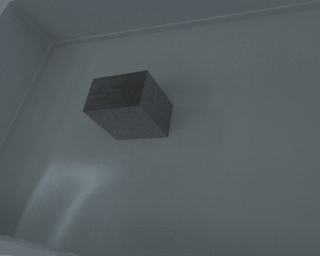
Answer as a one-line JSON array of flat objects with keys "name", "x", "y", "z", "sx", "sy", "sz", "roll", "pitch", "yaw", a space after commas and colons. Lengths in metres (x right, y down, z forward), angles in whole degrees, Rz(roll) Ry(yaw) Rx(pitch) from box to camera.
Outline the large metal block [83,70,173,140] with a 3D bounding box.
[{"name": "large metal block", "x": -0.038, "y": -0.026, "z": 0.405, "sx": 0.080, "sy": 0.080, "sz": 0.050, "roll": -4, "pitch": 60, "yaw": 26}]
